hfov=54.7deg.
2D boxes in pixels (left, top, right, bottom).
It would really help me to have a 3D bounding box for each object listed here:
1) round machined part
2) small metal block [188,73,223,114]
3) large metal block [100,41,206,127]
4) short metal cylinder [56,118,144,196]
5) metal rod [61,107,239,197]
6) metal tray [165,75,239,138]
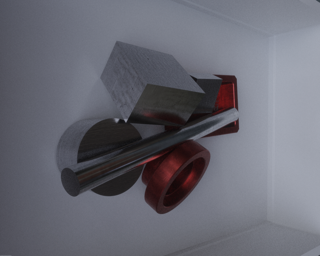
[{"bbox_3d":[0.015,0.056,0.388,0.099,0.042,0.097,-38,149,-27],"label":"round machined part"},{"bbox_3d":[0.053,-0.048,0.423,0.050,0.025,0.050,-6,120,-40],"label":"small metal block"},{"bbox_3d":[-0.010,-0.049,0.352,0.081,0.080,0.050,4,130,-39],"label":"large metal block"},{"bbox_3d":[-0.063,0.030,0.336,0.081,0.050,0.079,0,90,-40],"label":"short metal cylinder"},{"bbox_3d":[0.019,0.012,0.369,0.302,0.025,0.025,-20,103,-49],"label":"metal rod"},{"bbox_3d":[0.064,-0.033,0.456,0.131,0.030,0.089,-6,94,-40],"label":"metal tray"}]
